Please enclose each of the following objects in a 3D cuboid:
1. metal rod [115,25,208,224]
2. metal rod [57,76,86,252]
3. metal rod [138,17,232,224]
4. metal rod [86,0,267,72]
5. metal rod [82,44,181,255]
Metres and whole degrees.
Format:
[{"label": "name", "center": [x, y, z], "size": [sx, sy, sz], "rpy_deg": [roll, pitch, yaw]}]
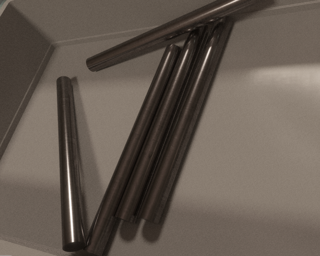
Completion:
[{"label": "metal rod", "center": [0.010, -0.023, 0.413], "size": [0.025, 0.025, 0.300], "rpy_deg": [8, 65, 31]}, {"label": "metal rod", "center": [-0.131, 0.025, 0.441], "size": [0.025, 0.025, 0.300], "rpy_deg": [-28, 48, 10]}, {"label": "metal rod", "center": [0.040, -0.026, 0.399], "size": [0.025, 0.025, 0.300], "rpy_deg": [9, 66, 32]}, {"label": "metal rod", "center": [0.009, -0.142, 0.460], "size": [0.300, 0.025, 0.025], "rpy_deg": [-15, 56, 29]}, {"label": "metal rod", "center": [-0.029, 0.013, 0.411], "size": [0.025, 0.025, 0.300], "rpy_deg": [7, 65, 31]}]
